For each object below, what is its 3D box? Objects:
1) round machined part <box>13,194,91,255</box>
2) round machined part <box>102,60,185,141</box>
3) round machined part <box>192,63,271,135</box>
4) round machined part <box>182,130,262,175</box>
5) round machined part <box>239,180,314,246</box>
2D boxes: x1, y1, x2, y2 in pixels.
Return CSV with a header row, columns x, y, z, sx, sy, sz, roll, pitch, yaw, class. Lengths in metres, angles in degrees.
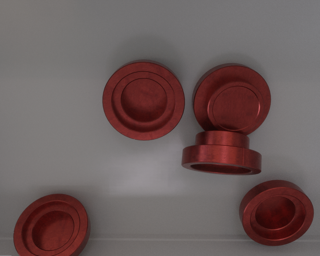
x,y,z,sx,sy,sz,roll,pitch,yaw,class
-0.147,0.146,0.434,0.099,0.098,0.042,0,144,0,round machined part
-0.019,-0.037,0.388,0.099,0.042,0.097,0,110,0,round machined part
0.092,-0.030,0.392,0.099,0.042,0.097,0,110,0,round machined part
0.078,0.032,0.395,0.099,0.098,0.042,7,75,-3,round machined part
0.163,0.117,0.447,0.099,0.042,0.097,0,110,0,round machined part
